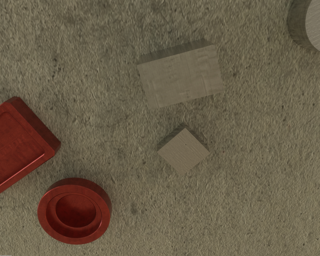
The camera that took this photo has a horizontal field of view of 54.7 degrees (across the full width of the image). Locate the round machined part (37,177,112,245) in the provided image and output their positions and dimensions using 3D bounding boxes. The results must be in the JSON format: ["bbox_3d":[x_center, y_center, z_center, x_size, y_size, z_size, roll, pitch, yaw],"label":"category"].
[{"bbox_3d":[-0.118,0.113,0.441,0.099,0.042,0.097,0,110,-1],"label":"round machined part"}]

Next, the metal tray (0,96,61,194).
[{"bbox_3d":[-0.213,0.030,0.415,0.130,0.030,0.090,-34,107,11],"label":"metal tray"}]

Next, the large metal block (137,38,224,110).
[{"bbox_3d":[0.022,-0.065,0.357,0.080,0.080,0.050,-14,110,5],"label":"large metal block"}]

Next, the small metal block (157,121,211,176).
[{"bbox_3d":[0.031,0.028,0.421,0.050,0.025,0.050,-42,105,13],"label":"small metal block"}]

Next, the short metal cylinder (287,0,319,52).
[{"bbox_3d":[0.195,-0.126,0.353,0.081,0.050,0.079,0,110,-1],"label":"short metal cylinder"}]
